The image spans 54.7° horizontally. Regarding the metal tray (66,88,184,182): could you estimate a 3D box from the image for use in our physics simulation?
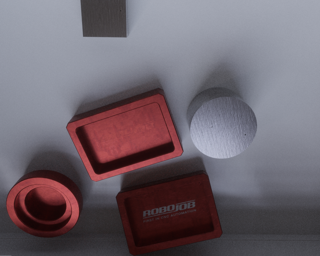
[{"bbox_3d":[-0.044,0.010,0.411,0.131,0.030,0.090,-18,109,6],"label":"metal tray"}]

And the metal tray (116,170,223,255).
[{"bbox_3d":[0.013,0.118,0.436,0.131,0.030,0.089,-14,90,4],"label":"metal tray"}]

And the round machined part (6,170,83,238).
[{"bbox_3d":[-0.158,0.102,0.438,0.099,0.042,0.097,0,110,-1],"label":"round machined part"}]

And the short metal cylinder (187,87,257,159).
[{"bbox_3d":[0.077,-0.008,0.396,0.081,0.050,0.079,0,110,-1],"label":"short metal cylinder"}]

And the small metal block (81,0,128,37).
[{"bbox_3d":[-0.064,-0.133,0.361,0.050,0.025,0.050,1,110,-1],"label":"small metal block"}]
